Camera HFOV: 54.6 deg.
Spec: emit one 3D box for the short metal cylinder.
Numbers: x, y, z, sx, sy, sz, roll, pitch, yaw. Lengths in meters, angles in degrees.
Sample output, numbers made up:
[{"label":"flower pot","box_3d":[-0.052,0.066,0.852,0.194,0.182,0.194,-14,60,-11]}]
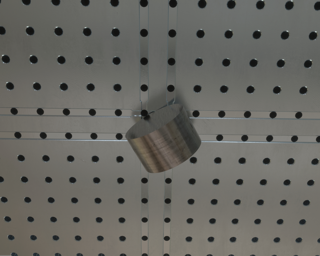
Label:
[{"label":"short metal cylinder","box_3d":[0.004,0.012,0.388,0.080,0.080,0.050,-27,107,9]}]
